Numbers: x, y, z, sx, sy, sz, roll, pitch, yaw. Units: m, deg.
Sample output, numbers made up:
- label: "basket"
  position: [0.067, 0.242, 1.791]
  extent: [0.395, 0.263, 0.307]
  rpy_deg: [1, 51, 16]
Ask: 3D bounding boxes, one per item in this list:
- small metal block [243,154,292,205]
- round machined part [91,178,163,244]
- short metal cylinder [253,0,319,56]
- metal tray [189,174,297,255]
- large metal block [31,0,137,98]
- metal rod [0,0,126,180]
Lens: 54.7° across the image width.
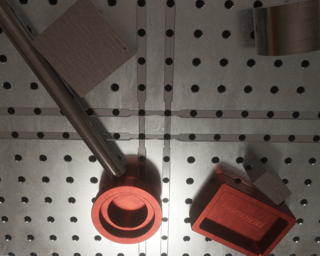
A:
- label: "small metal block"
  position: [0.147, 0.071, 0.428]
  extent: [0.050, 0.050, 0.025]
  rpy_deg: [40, 105, -14]
- label: "round machined part"
  position: [-0.046, 0.114, 0.446]
  extent: [0.099, 0.042, 0.097]
  rpy_deg: [0, 111, -1]
- label: "short metal cylinder"
  position: [0.147, -0.114, 0.344]
  extent: [0.080, 0.080, 0.050]
  rpy_deg: [-10, 110, 3]
- label: "metal tray"
  position: [0.121, 0.135, 0.462]
  extent: [0.131, 0.030, 0.090]
  rpy_deg: [27, 108, -10]
- label: "large metal block"
  position: [-0.085, -0.096, 0.364]
  extent: [0.080, 0.050, 0.080]
  rpy_deg: [-37, 107, 12]
- label: "metal rod"
  position: [-0.134, -0.057, 0.390]
  extent: [0.025, 0.025, 0.299]
  rpy_deg: [-29, 108, 10]
